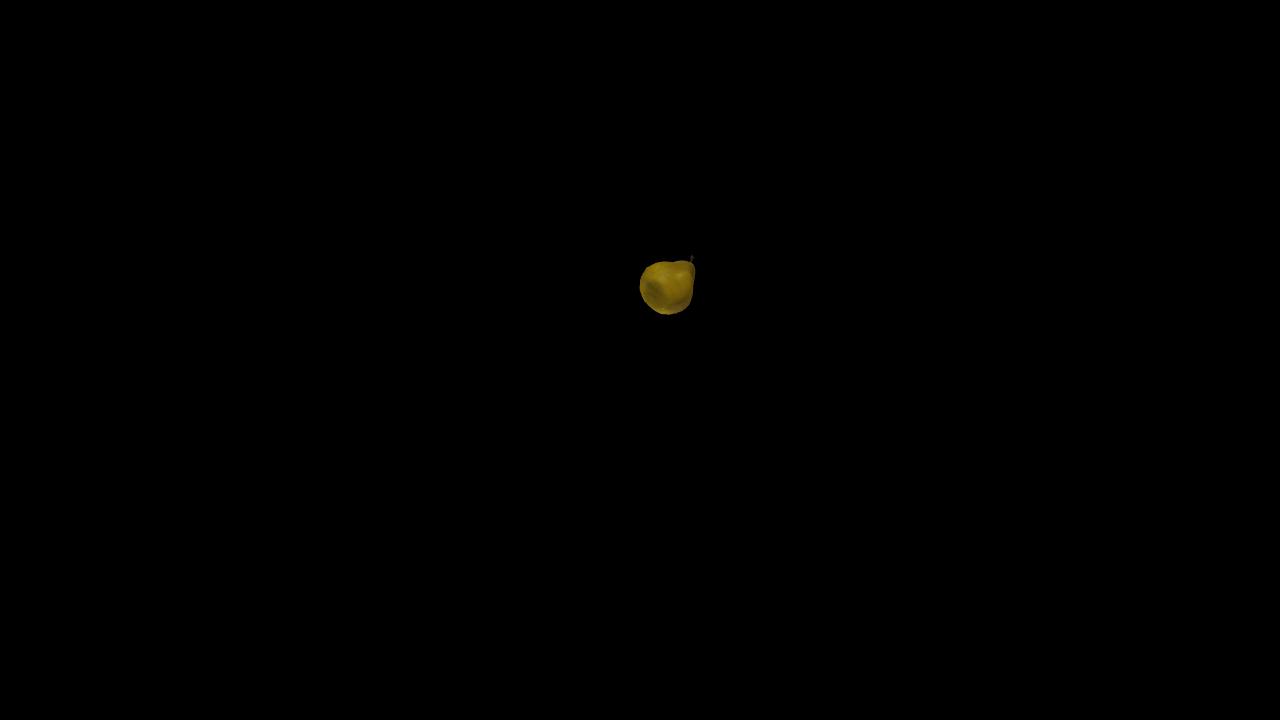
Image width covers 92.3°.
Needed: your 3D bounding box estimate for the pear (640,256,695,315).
[{"bbox_3d":[0.054,-0.115,0.897,0.111,0.080,0.080,-34,21,-34],"label":"pear"}]
